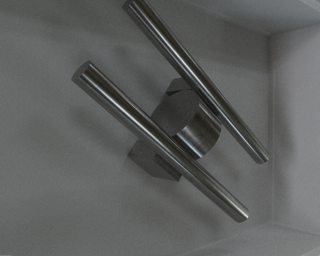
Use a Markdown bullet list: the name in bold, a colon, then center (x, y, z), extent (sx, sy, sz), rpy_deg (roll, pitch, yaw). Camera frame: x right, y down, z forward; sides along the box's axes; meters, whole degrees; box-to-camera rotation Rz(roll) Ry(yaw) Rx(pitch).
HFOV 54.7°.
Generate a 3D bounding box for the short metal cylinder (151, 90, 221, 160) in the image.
- **short metal cylinder**: center (0.030, -0.003, 0.396), extent (0.050, 0.080, 0.080), rpy_deg (44, 63, -32)

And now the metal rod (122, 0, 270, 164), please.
- **metal rod**: center (0.063, -0.043, 0.395), extent (0.300, 0.025, 0.025), rpy_deg (43, 64, -32)

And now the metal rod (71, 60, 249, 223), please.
- **metal rod**: center (0.021, 0.035, 0.361), extent (0.300, 0.025, 0.025), rpy_deg (43, 64, -31)

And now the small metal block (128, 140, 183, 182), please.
- **small metal block**: center (-0.003, 0.041, 0.387), extent (0.050, 0.050, 0.025), rpy_deg (44, 63, -32)

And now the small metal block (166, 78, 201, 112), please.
- **small metal block**: center (0.045, -0.045, 0.428), extent (0.050, 0.050, 0.025), rpy_deg (44, 63, -32)
